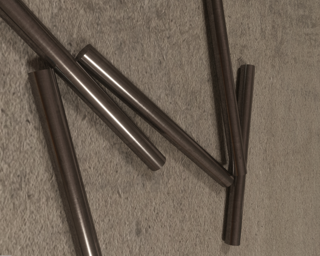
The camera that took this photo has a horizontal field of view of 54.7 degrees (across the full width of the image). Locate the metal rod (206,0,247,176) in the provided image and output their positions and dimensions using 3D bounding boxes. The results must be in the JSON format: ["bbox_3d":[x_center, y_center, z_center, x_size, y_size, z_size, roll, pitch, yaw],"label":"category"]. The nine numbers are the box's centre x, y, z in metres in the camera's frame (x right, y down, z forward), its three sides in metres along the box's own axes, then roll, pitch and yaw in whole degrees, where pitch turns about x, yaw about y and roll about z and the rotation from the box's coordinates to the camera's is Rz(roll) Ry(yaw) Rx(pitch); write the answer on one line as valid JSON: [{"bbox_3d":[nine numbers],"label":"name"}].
[{"bbox_3d":[0.102,-0.074,0.483,0.025,0.025,0.298,-13,95,-40],"label":"metal rod"}]

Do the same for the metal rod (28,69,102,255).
[{"bbox_3d":[-0.088,0.088,0.332,0.025,0.025,0.298,-20,103,-39],"label":"metal rod"}]

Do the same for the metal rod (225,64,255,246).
[{"bbox_3d":[0.135,0.042,0.520,0.025,0.025,0.298,11,83,-40],"label":"metal rod"}]

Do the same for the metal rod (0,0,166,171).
[{"bbox_3d":[-0.088,-0.053,0.331,0.300,0.025,0.025,49,61,-29],"label":"metal rod"}]

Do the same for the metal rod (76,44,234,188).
[{"bbox_3d":[0.012,0.001,0.416,0.300,0.025,0.025,41,65,-33],"label":"metal rod"}]
